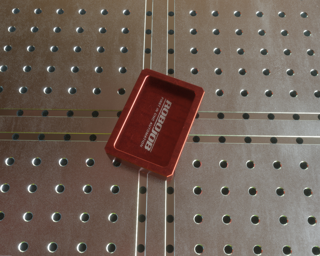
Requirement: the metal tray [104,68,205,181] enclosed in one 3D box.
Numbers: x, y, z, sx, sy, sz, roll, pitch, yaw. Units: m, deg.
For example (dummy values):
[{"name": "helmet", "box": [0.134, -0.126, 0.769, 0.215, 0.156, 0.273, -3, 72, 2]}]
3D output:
[{"name": "metal tray", "box": [-0.005, -0.007, 0.411, 0.090, 0.030, 0.130, 21, 71, 7]}]
